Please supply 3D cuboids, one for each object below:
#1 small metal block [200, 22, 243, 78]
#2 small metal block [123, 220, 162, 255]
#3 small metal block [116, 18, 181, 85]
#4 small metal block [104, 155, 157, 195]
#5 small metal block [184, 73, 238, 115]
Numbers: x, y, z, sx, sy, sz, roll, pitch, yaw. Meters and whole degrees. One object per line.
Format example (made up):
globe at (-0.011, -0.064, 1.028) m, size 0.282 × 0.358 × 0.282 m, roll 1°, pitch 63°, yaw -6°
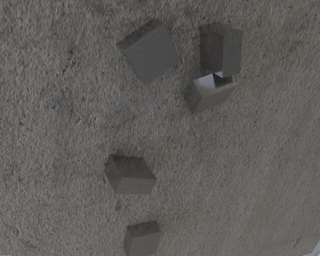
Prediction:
small metal block at (0.072, -0.094, 0.371) m, size 0.025 × 0.050 × 0.050 m, roll -18°, pitch 126°, yaw -18°
small metal block at (-0.029, 0.183, 0.504) m, size 0.050 × 0.025 × 0.050 m, roll -3°, pitch 120°, yaw -27°
small metal block at (-0.012, -0.085, 0.348) m, size 0.050 × 0.025 × 0.050 m, roll -37°, pitch 129°, yaw -4°
small metal block at (-0.040, 0.061, 0.407) m, size 0.050 × 0.050 × 0.025 m, roll 10°, pitch 114°, yaw -33°
small metal block at (0.064, -0.046, 0.397) m, size 0.050 × 0.025 × 0.050 m, roll -21°, pitch 164°, yaw -16°
